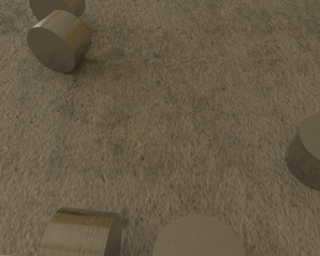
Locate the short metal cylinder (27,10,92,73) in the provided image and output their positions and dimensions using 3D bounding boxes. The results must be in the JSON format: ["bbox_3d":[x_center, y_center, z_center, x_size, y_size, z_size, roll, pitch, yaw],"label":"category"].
[{"bbox_3d":[-0.153,-0.132,0.477,0.080,0.080,0.050,17,52,13],"label":"short metal cylinder"}]

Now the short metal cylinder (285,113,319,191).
[{"bbox_3d":[0.198,0.029,0.366,0.081,0.050,0.080,0,50,0],"label":"short metal cylinder"}]

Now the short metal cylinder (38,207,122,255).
[{"bbox_3d":[-0.067,0.113,0.272,0.050,0.080,0.080,5,50,4],"label":"short metal cylinder"}]

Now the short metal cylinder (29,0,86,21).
[{"bbox_3d":[-0.181,-0.220,0.550,0.080,0.080,0.050,14,52,11],"label":"short metal cylinder"}]

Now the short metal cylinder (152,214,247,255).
[{"bbox_3d":[0.034,0.127,0.281,0.081,0.050,0.080,0,50,0],"label":"short metal cylinder"}]
